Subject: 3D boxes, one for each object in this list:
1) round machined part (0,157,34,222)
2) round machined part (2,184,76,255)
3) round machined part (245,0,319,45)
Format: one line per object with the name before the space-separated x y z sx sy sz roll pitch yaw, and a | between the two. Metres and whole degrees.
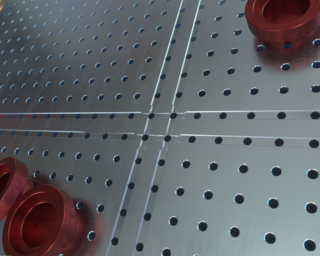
round machined part | -0.224 0.094 0.450 0.098 0.042 0.098 -24 45 26
round machined part | -0.149 0.126 0.400 0.098 0.042 0.098 -13 56 21
round machined part | 0.164 -0.148 0.403 0.098 0.042 0.098 -13 56 21
